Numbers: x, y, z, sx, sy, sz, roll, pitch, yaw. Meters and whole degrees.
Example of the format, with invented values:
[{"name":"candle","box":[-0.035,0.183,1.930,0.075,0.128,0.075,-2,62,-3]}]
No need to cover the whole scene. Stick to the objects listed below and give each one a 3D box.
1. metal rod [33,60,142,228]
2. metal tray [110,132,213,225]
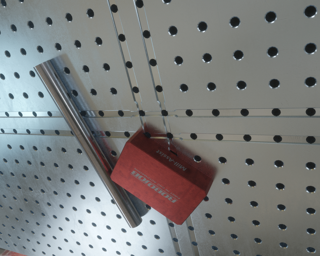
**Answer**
[{"name":"metal rod","box":[-0.105,0.036,0.486,0.025,0.025,0.299,-14,111,33]},{"name":"metal tray","box":[-0.001,0.075,0.454,0.130,0.030,0.089,33,129,6]}]
